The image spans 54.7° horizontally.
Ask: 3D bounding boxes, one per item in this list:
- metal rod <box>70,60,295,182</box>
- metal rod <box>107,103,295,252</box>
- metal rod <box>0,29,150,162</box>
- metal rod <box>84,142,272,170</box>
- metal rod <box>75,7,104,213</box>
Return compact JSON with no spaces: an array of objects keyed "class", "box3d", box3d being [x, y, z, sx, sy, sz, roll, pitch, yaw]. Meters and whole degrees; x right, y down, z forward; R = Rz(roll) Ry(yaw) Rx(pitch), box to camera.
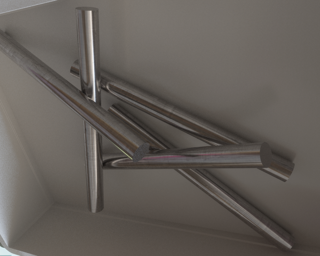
[{"class":"metal rod","box3d":[0.019,-0.015,0.389,0.301,0.025,0.025,27,128,11]},{"class":"metal rod","box3d":[0.051,0.065,0.421,0.300,0.025,0.025,37,129,3]},{"class":"metal rod","box3d":[-0.129,-0.054,0.389,0.300,0.025,0.025,36,131,26]},{"class":"metal rod","box3d":[-0.006,0.041,0.401,0.300,0.025,0.025,-8,115,44]},{"class":"metal rod","box3d":[-0.091,-0.003,0.417,0.025,0.025,0.298,16,122,19]}]
